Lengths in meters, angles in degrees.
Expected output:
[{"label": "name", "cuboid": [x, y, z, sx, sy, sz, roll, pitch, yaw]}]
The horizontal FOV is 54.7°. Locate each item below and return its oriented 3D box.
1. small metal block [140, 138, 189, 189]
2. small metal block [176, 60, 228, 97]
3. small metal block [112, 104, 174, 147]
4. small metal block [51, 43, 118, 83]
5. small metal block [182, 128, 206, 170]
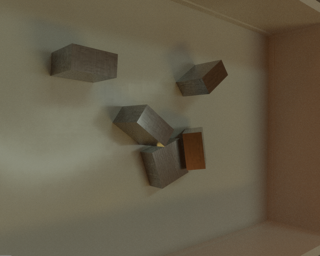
[{"label": "small metal block", "cuboid": [0.007, 0.046, 0.414, 0.050, 0.025, 0.050, -25, 106, -37]}, {"label": "small metal block", "cuboid": [0.060, -0.071, 0.443, 0.050, 0.050, 0.025, -44, 117, -31]}, {"label": "small metal block", "cuboid": [-0.020, -0.002, 0.375, 0.050, 0.050, 0.025, 43, 64, -32]}, {"label": "small metal block", "cuboid": [-0.080, -0.066, 0.325, 0.050, 0.050, 0.025, 4, 88, -40]}, {"label": "small metal block", "cuboid": [0.049, 0.027, 0.433, 0.050, 0.025, 0.050, -40, 123, -78]}]
